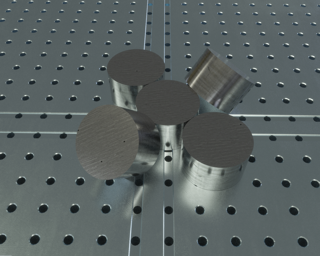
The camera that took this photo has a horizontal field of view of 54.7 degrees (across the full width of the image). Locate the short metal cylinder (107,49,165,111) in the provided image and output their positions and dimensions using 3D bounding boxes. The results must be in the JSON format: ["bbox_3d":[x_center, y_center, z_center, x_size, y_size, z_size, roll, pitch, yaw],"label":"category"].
[{"bbox_3d":[-0.033,-0.070,0.449,0.081,0.050,0.080,0,50,0],"label":"short metal cylinder"}]

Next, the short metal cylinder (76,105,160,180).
[{"bbox_3d":[-0.047,0.017,0.350,0.080,0.050,0.080,-3,84,25],"label":"short metal cylinder"}]

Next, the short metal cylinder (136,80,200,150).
[{"bbox_3d":[0.010,-0.018,0.406,0.081,0.050,0.080,0,50,0],"label":"short metal cylinder"}]

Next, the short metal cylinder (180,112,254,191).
[{"bbox_3d":[0.065,0.027,0.369,0.081,0.050,0.080,0,50,0],"label":"short metal cylinder"}]

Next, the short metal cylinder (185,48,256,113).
[{"bbox_3d":[0.081,-0.065,0.420,0.080,0.050,0.080,32,21,-14],"label":"short metal cylinder"}]
